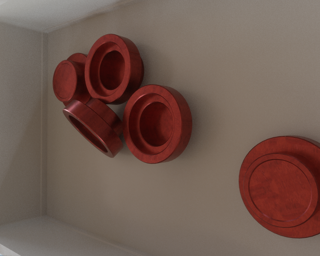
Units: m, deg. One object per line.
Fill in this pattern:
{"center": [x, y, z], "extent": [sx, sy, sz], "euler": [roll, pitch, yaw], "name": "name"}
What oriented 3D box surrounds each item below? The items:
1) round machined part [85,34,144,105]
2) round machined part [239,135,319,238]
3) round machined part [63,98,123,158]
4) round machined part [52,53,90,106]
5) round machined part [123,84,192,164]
{"center": [-0.061, -0.082, 0.447], "extent": [0.098, 0.042, 0.097], "euler": [0, 90, 40], "name": "round machined part"}
{"center": [0.120, 0.056, 0.296], "extent": [0.098, 0.042, 0.097], "euler": [0, 90, 40], "name": "round machined part"}
{"center": [-0.088, -0.005, 0.446], "extent": [0.098, 0.098, 0.042], "euler": [28, 67, 36], "name": "round machined part"}
{"center": [-0.141, -0.076, 0.512], "extent": [0.098, 0.042, 0.097], "euler": [0, 90, 40], "name": "round machined part"}
{"center": [0.001, -0.005, 0.395], "extent": [0.098, 0.042, 0.097], "euler": [0, 90, 40], "name": "round machined part"}
